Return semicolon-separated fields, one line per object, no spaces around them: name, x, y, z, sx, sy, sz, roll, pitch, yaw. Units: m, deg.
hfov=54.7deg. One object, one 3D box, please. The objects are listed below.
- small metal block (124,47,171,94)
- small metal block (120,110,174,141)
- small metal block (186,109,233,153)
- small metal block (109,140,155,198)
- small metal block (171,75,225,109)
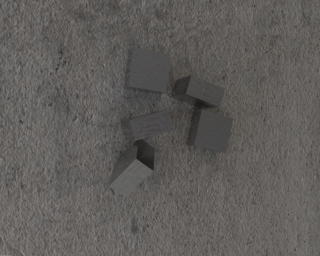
small metal block;-0.017;-0.073;0.403;0.050;0.025;0.050;7;88;-20
small metal block;-0.018;-0.004;0.389;0.050;0.050;0.025;-16;96;-19
small metal block;0.070;0.005;0.435;0.050;0.025;0.050;14;85;-20
small metal block;-0.033;0.047;0.373;0.025;0.050;0.050;38;110;-16
small metal block;0.049;-0.047;0.414;0.050;0.050;0.025;18;84;-19
